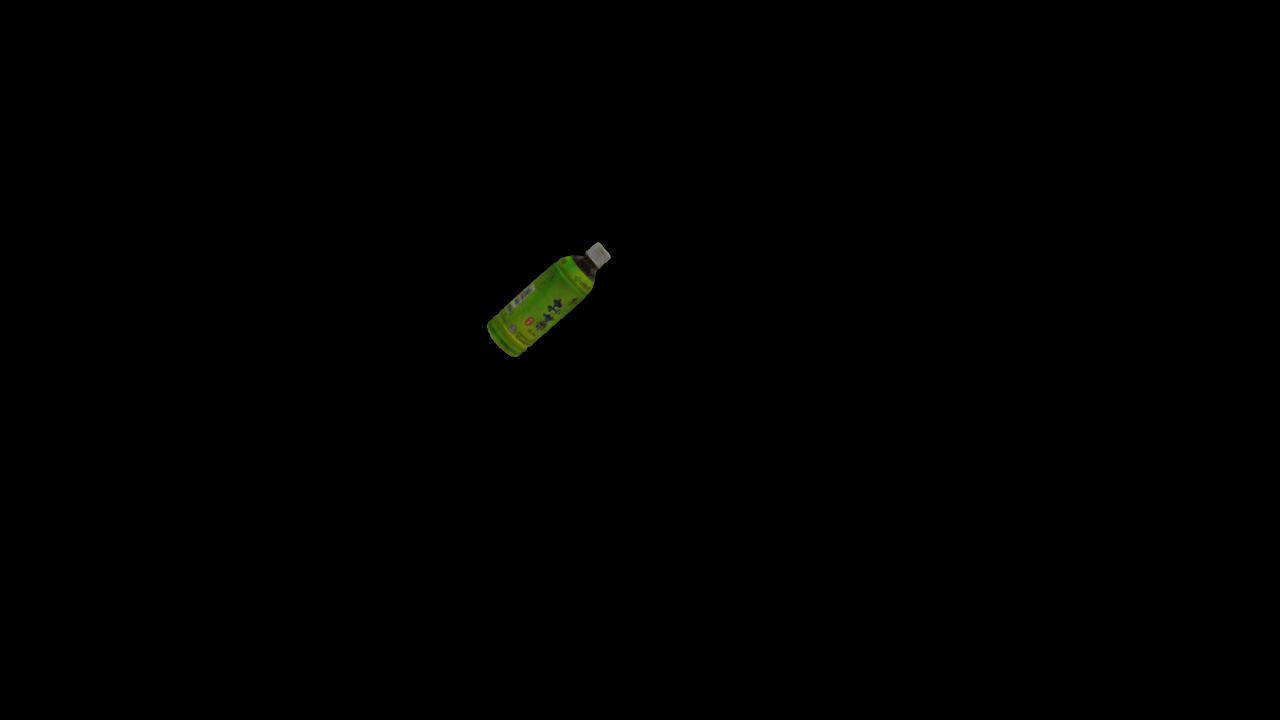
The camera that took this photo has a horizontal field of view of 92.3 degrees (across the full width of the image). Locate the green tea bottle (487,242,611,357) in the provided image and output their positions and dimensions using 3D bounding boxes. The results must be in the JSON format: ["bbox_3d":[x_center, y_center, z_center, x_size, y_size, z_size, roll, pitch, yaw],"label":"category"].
[{"bbox_3d":[-0.132,-0.096,0.917,0.212,0.073,0.073,-41,-9,10],"label":"green tea bottle"}]
